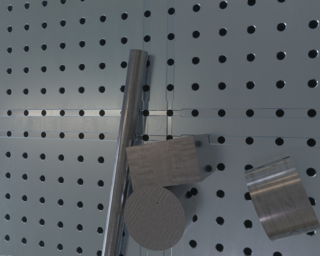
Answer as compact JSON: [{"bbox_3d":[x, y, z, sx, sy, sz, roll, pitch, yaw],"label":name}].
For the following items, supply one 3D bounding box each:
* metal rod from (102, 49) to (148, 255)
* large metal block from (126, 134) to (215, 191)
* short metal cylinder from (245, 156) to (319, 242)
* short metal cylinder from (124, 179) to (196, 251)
[{"bbox_3d":[-0.050,0.043,0.430,0.025,0.025,0.298,9,93,19],"label":"metal rod"},{"bbox_3d":[0.016,0.039,0.378,0.080,0.080,0.050,-11,86,19],"label":"large metal block"},{"bbox_3d":[0.132,0.076,0.337,0.050,0.080,0.080,-23,82,18],"label":"short metal cylinder"},{"bbox_3d":[0.001,0.109,0.399,0.080,0.050,0.079,0,90,20],"label":"short metal cylinder"}]
